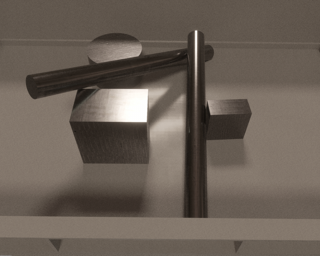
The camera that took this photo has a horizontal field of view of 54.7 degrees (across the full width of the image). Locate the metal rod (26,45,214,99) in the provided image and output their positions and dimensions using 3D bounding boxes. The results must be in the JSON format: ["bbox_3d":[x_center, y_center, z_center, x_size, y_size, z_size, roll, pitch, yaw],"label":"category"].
[{"bbox_3d":[-0.025,-0.083,0.412,0.302,0.025,0.025,-22,51,-42],"label":"metal rod"}]

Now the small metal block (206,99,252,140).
[{"bbox_3d":[0.085,-0.010,0.398,0.050,0.050,0.025,-2,50,-3],"label":"small metal block"}]

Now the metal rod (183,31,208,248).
[{"bbox_3d":[0.045,-0.010,0.387,0.025,0.025,0.300,3,58,2],"label":"metal rod"}]

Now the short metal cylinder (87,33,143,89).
[{"bbox_3d":[-0.067,-0.101,0.473,0.081,0.050,0.080,0,50,0],"label":"short metal cylinder"}]

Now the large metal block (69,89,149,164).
[{"bbox_3d":[-0.054,0.000,0.369,0.081,0.080,0.050,0,50,0],"label":"large metal block"}]
